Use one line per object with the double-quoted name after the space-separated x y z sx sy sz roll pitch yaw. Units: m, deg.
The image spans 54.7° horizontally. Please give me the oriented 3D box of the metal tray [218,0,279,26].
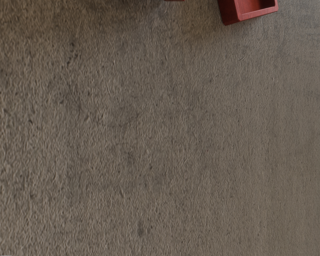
0.148 -0.231 0.523 0.131 0.030 0.089 -27 107 -37 "metal tray"
